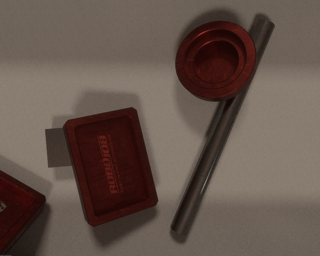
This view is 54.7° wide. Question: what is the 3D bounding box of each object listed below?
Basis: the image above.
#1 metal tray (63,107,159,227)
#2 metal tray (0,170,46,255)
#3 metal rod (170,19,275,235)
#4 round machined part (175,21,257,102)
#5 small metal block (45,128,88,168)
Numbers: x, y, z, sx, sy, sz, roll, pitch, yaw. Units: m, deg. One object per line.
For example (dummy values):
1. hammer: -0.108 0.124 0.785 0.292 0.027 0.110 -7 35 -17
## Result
1. metal tray: -0.062 0.046 0.391 0.091 0.030 0.129 -14 90 -23
2. metal tray: -0.210 0.110 0.358 0.090 0.130 0.030 30 125 1
3. metal rod: 0.083 -0.001 0.412 0.025 0.025 0.299 23 90 -1
4. round machined part: 0.072 -0.080 0.392 0.098 0.042 0.097 -4 80 21
5. small metal block: -0.121 0.024 0.410 0.050 0.025 0.050 -5 90 -1
